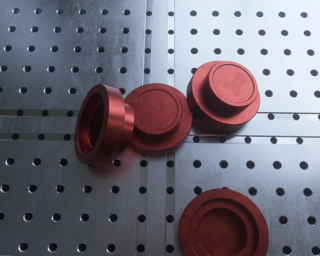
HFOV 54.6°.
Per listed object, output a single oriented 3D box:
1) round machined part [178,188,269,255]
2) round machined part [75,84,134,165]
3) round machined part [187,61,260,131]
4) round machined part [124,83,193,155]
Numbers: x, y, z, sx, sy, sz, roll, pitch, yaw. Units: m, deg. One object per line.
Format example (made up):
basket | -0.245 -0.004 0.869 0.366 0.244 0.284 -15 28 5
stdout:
round machined part | 0.070 0.122 0.359 0.099 0.042 0.098 0 70 0
round machined part | -0.067 -0.002 0.384 0.042 0.098 0.098 14 66 -33
round machined part | 0.088 -0.049 0.410 0.099 0.042 0.098 6 66 -12
round machined part | -0.005 -0.017 0.409 0.099 0.042 0.098 0 70 0
